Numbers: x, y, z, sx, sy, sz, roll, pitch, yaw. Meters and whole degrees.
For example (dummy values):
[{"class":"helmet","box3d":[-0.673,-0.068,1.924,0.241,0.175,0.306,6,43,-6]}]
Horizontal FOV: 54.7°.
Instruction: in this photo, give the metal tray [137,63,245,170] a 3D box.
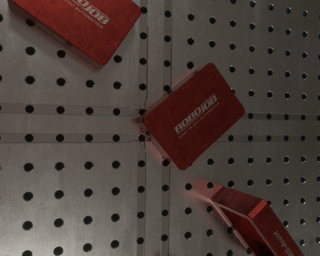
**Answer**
[{"class":"metal tray","box3d":[0.045,-0.017,0.428,0.130,0.030,0.090,-41,103,-16]}]

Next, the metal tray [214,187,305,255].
[{"class":"metal tray","box3d":[0.141,0.147,0.432,0.030,0.090,0.130,-40,103,-16]}]

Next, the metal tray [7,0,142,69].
[{"class":"metal tray","box3d":[-0.100,-0.145,0.373,0.130,0.030,0.090,35,79,-17]}]
